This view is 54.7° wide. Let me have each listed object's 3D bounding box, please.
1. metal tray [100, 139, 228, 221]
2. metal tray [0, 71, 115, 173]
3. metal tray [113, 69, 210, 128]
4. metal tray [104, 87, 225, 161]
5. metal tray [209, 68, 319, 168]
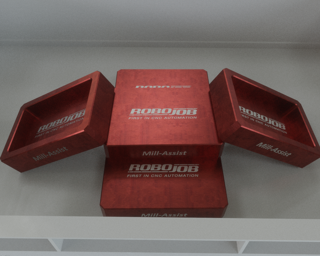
[{"bbox_3d":[0.004,0.056,0.351,0.131,0.030,0.090,0,50,-1],"label":"metal tray"},{"bbox_3d":[-0.119,-0.007,0.365,0.130,0.030,0.090,-18,47,23],"label":"metal tray"},{"bbox_3d":[0.004,-0.043,0.434,0.131,0.030,0.090,0,50,-1],"label":"metal tray"},{"bbox_3d":[0.004,-0.007,0.366,0.131,0.030,0.090,-1,50,-1],"label":"metal tray"},{"bbox_3d":[0.125,-0.011,0.369,0.131,0.030,0.090,18,46,-23],"label":"metal tray"}]
